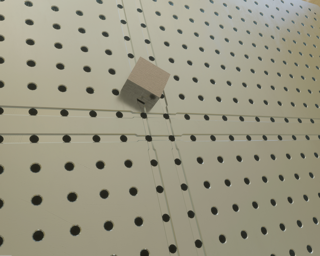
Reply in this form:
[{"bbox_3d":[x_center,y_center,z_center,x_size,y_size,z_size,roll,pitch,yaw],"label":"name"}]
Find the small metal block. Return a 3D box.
[{"bbox_3d":[-0.019,-0.065,0.437,0.050,0.025,0.050,29,52,-10],"label":"small metal block"}]
